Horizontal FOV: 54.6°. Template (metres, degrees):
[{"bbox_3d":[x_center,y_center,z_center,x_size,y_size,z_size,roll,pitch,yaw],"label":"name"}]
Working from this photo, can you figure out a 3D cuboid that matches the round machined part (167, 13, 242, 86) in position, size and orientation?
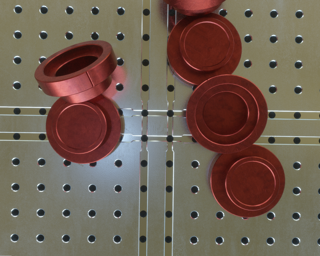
[{"bbox_3d":[0.058,-0.104,0.405,0.099,0.042,0.097,0,90,0],"label":"round machined part"}]

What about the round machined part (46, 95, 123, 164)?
[{"bbox_3d":[-0.100,-0.002,0.404,0.099,0.042,0.097,0,90,0],"label":"round machined part"}]

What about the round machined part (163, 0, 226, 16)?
[{"bbox_3d":[0.046,-0.180,0.391,0.098,0.042,0.098,-4,59,6],"label":"round machined part"}]

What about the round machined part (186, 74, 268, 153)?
[{"bbox_3d":[0.083,-0.020,0.397,0.098,0.042,0.097,1,100,5],"label":"round machined part"}]

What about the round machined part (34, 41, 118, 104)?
[{"bbox_3d":[-0.099,-0.067,0.386,0.098,0.098,0.042,-19,128,0],"label":"round machined part"}]

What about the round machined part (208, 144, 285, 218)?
[{"bbox_3d":[0.115,0.069,0.406,0.099,0.042,0.097,0,90,0],"label":"round machined part"}]
